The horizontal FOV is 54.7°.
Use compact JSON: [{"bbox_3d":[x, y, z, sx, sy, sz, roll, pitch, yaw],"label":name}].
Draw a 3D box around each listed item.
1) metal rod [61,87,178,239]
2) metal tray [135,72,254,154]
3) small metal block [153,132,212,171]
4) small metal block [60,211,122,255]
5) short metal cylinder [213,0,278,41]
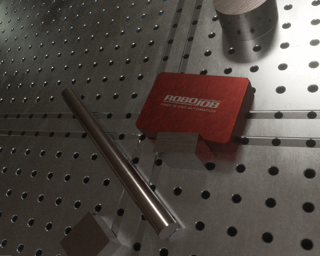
[{"bbox_3d":[-0.072,0.027,0.427,0.025,0.025,0.300,-43,51,-1],"label":"metal rod"},{"bbox_3d":[0.043,-0.024,0.396,0.130,0.030,0.090,10,67,32],"label":"metal tray"},{"bbox_3d":[0.027,0.027,0.360,0.050,0.050,0.025,1,62,28],"label":"small metal block"},{"bbox_3d":[-0.082,0.137,0.366,0.050,0.025,0.050,-47,52,-5],"label":"small metal block"},{"bbox_3d":[0.120,-0.169,0.432,0.080,0.050,0.080,-13,56,20],"label":"short metal cylinder"}]
